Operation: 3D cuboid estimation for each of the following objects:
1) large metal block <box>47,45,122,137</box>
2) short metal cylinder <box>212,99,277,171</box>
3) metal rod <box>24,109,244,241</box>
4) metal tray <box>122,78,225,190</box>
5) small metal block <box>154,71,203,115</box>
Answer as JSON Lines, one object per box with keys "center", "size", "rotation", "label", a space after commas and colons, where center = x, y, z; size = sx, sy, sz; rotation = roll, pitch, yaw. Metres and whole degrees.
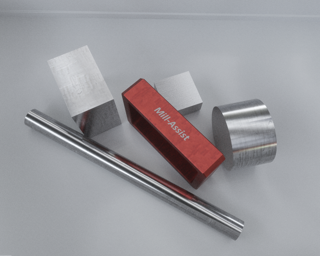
{"center": [-0.092, -0.042, 0.393], "size": [0.050, 0.080, 0.080], "rotation": [-25, 72, -9], "label": "large metal block"}
{"center": [0.099, 0.008, 0.377], "size": [0.050, 0.080, 0.080], "rotation": [-11, 71, -3], "label": "short metal cylinder"}
{"center": [-0.039, 0.054, 0.388], "size": [0.301, 0.025, 0.025], "rotation": [27, 72, 9], "label": "metal rod"}
{"center": [0.012, 0.010, 0.369], "size": [0.030, 0.090, 0.130], "rotation": [-42, 76, -14], "label": "metal tray"}
{"center": [0.024, -0.044, 0.423], "size": [0.050, 0.025, 0.050], "rotation": [-19, 71, -7], "label": "small metal block"}
